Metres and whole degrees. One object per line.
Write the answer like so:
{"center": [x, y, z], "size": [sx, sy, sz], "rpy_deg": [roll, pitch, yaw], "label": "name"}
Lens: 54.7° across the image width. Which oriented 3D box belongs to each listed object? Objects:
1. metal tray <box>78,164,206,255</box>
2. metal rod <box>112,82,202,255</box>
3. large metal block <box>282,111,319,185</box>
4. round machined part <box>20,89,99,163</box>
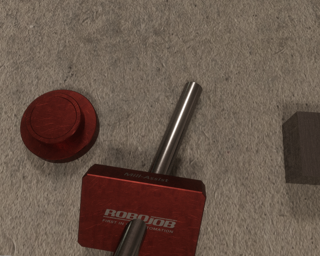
{"center": [-0.021, 0.096, 0.345], "size": [0.131, 0.030, 0.089], "rpy_deg": [9, 106, 2], "label": "metal tray"}
{"center": [-0.007, 0.067, 0.361], "size": [0.025, 0.025, 0.300], "rpy_deg": [20, 63, 7], "label": "metal rod"}
{"center": [0.205, 0.028, 0.387], "size": [0.081, 0.050, 0.080], "rpy_deg": [4, 70, 1], "label": "large metal block"}
{"center": [-0.131, -0.007, 0.400], "size": [0.099, 0.042, 0.098], "rpy_deg": [0, 70, -1], "label": "round machined part"}
